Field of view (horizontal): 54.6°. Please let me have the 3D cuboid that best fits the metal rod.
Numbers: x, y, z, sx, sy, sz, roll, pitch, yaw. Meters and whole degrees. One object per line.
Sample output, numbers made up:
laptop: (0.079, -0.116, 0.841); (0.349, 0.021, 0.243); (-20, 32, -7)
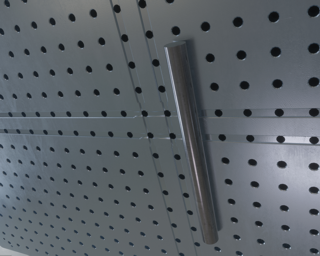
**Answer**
metal rod: (0.047, 0.038, 0.409); (0.025, 0.025, 0.298); (1, 119, 27)
